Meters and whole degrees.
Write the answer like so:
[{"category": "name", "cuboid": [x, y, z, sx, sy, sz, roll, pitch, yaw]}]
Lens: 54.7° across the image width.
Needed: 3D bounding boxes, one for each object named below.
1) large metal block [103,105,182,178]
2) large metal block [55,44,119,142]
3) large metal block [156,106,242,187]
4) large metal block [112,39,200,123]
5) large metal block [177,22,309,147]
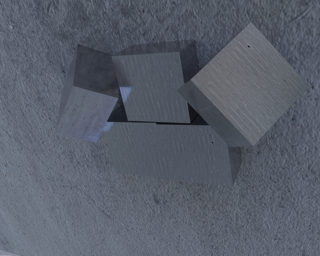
[{"category": "large metal block", "cuboid": [-0.022, 0.016, 0.411, 0.080, 0.050, 0.079, 1, 119, 27]}, {"category": "large metal block", "cuboid": [-0.090, -0.042, 0.384, 0.050, 0.080, 0.079, 14, 133, -23]}, {"category": "large metal block", "cuboid": [0.050, 0.020, 0.375, 0.080, 0.050, 0.079, 1, 119, 27]}, {"category": "large metal block", "cuboid": [0.001, -0.054, 0.358, 0.080, 0.050, 0.079, 3, 120, 26]}, {"category": "large metal block", "cuboid": [0.077, -0.038, 0.300, 0.080, 0.080, 0.050, 46, 169, -4]}]
